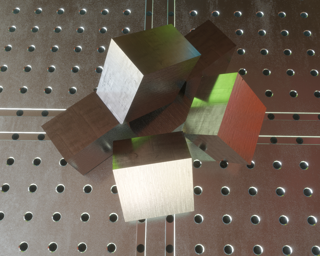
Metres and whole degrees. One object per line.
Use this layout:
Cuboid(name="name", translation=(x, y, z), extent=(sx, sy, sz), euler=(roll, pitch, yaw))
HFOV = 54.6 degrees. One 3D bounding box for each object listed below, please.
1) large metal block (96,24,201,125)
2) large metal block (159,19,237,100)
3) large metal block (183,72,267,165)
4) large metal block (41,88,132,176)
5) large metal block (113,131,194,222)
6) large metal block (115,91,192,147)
Cuboid(name="large metal block", translation=(-0.014, -0.058, 0.337), extent=(0.081, 0.080, 0.050), euler=(-27, 70, -36))
Cuboid(name="large metal block", translation=(0.046, -0.082, 0.413), extent=(0.080, 0.080, 0.050), euler=(-37, 75, -13))
Cuboid(name="large metal block", translation=(0.081, -0.010, 0.379), extent=(0.050, 0.080, 0.080), euler=(2, 63, 45))
Cuboid(name="large metal block", translation=(-0.083, 0.007, 0.378), extent=(0.080, 0.080, 0.050), euler=(-36, 74, -12))
Cuboid(name="large metal block", translation=(-0.007, 0.055, 0.355), extent=(0.080, 0.080, 0.050), euler=(-8, 34, -3))
Cuboid(name="large metal block", translation=(-0.008, -0.019, 0.407), extent=(0.080, 0.050, 0.080), euler=(-37, 74, -13))
